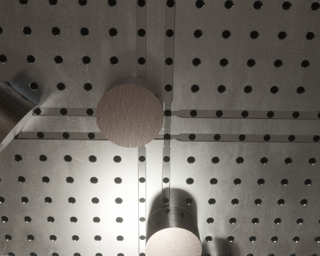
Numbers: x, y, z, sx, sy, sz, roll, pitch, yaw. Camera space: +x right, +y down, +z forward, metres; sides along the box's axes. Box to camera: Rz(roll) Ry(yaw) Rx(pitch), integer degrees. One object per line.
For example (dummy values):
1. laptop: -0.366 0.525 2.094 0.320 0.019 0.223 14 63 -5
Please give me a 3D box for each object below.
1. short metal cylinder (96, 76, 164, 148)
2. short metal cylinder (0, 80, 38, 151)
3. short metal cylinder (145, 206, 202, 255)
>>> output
1. short metal cylinder: -0.036 -0.022 0.392 0.081 0.050 0.079 0 110 -1
2. short metal cylinder: -0.197 -0.012 0.377 0.050 0.080 0.080 39 105 -14
3. short metal cylinder: 0.019 0.165 0.461 0.081 0.050 0.079 0 110 -1
